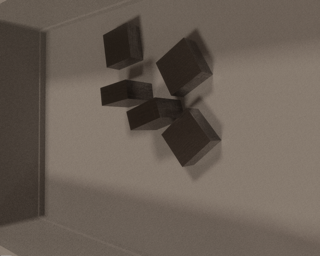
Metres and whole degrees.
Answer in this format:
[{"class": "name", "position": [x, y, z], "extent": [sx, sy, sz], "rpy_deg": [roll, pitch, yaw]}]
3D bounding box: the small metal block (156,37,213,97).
[{"class": "small metal block", "position": [0.029, -0.073, 0.381], "extent": [0.050, 0.025, 0.050], "rpy_deg": [-36, 68, 34]}]

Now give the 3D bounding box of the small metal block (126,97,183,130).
[{"class": "small metal block", "position": [-0.005, -0.017, 0.393], "extent": [0.050, 0.050, 0.025], "rpy_deg": [-23, 76, 37]}]

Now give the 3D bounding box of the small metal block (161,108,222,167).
[{"class": "small metal block", "position": [0.037, 0.011, 0.375], "extent": [0.050, 0.025, 0.050], "rpy_deg": [-47, 62, 29]}]

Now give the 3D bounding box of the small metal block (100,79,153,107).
[{"class": "small metal block", "position": [-0.045, -0.046, 0.426], "extent": [0.050, 0.050, 0.025], "rpy_deg": [-10, 84, 39]}]

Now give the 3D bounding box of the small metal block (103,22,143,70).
[{"class": "small metal block", "position": [-0.054, -0.117, 0.449], "extent": [0.050, 0.025, 0.050], "rpy_deg": [-12, 82, 39]}]
